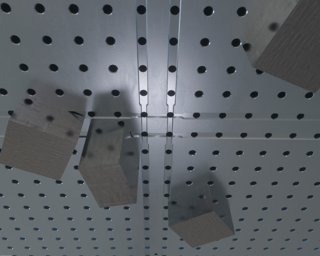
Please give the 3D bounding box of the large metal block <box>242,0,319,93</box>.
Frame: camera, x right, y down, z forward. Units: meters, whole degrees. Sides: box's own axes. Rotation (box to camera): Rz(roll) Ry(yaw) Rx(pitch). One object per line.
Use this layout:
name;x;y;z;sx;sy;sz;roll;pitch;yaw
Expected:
large metal block;0.145;-0.093;0.317;0.080;0.050;0.080;18;128;-15

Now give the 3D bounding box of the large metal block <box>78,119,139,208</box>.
large metal block;-0.063;0.047;0.415;0.050;0.080;0.080;-9;130;7

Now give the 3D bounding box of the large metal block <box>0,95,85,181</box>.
large metal block;-0.155;0.015;0.407;0.080;0.050;0.080;21;127;-17

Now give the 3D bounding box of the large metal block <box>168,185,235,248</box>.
large metal block;0.069;0.152;0.524;0.080;0.050;0.080;-26;126;20
